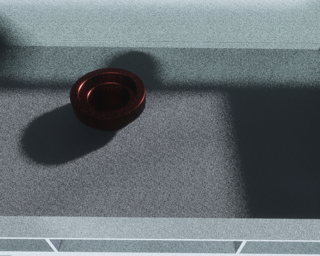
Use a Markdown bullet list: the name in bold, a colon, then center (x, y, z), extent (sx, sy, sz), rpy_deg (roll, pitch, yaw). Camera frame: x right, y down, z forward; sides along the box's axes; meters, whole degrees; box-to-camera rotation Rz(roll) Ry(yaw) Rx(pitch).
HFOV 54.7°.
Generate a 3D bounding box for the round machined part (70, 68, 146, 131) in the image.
- **round machined part**: center (-0.069, -0.035, 0.422), extent (0.099, 0.042, 0.098), rpy_deg (0, 50, 0)
